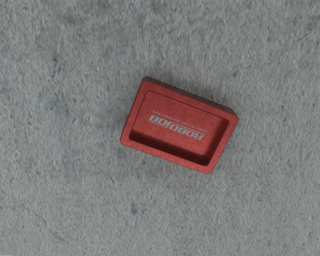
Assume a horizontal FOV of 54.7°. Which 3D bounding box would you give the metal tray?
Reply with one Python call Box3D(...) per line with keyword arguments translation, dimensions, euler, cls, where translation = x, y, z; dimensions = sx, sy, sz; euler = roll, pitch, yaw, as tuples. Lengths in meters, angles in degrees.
Box3D(translation=(0.024, -0.002, 0.406), dimensions=(0.131, 0.030, 0.089), euler=(20, 109, -8), cls="metal tray")
